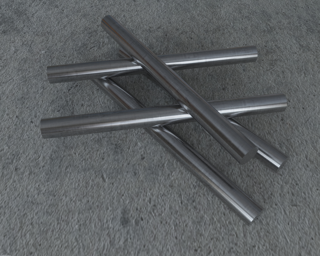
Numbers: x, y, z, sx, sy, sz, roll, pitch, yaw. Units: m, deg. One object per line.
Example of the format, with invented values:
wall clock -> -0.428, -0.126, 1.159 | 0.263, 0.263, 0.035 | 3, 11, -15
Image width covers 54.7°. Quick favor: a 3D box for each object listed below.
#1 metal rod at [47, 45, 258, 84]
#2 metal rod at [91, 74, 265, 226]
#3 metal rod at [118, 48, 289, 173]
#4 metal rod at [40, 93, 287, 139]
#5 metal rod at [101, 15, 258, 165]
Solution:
metal rod -> -0.006, -0.093, 0.451 | 0.302, 0.025, 0.025 | -7, 51, -7
metal rod -> 0.003, 0.007, 0.398 | 0.025, 0.025, 0.300 | -34, 58, -25
metal rod -> 0.044, -0.041, 0.439 | 0.025, 0.025, 0.300 | -35, 59, -26
metal rod -> 0.010, -0.016, 0.387 | 0.302, 0.025, 0.025 | -7, 51, -6
metal rod -> 0.006, -0.066, 0.396 | 0.025, 0.025, 0.300 | -28, 56, -22
